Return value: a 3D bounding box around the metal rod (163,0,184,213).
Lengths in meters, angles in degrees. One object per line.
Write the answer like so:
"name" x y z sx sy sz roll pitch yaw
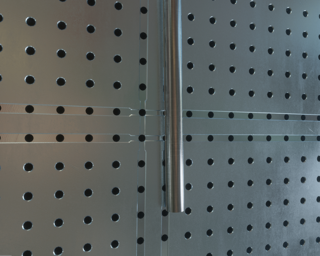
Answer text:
"metal rod" 0.018 -0.037 0.420 0.025 0.025 0.298 -1 90 -20
